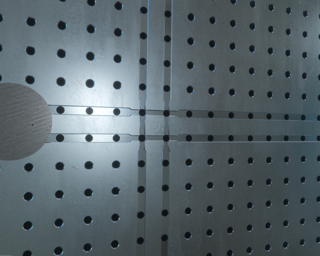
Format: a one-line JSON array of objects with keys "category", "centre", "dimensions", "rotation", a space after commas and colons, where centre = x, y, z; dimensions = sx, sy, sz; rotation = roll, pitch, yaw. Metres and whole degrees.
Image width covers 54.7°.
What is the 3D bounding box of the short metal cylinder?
[{"category": "short metal cylinder", "centre": [-0.161, -0.007, 0.340], "dimensions": [0.081, 0.050, 0.079], "rotation": [0, 90, -21]}]
